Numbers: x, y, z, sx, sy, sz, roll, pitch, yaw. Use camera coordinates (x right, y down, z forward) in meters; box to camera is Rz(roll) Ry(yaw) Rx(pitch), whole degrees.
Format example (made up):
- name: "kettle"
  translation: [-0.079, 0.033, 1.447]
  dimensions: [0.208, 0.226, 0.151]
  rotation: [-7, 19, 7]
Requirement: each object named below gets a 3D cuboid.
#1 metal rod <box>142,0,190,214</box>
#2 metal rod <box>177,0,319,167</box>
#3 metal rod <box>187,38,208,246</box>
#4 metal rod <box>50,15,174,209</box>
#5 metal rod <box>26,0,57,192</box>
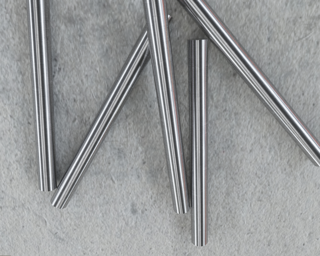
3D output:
- name: "metal rod"
  translation: [0.012, -0.015, 0.388]
  dimensions: [0.025, 0.025, 0.298]
  rotation: [-7, 116, 2]
- name: "metal rod"
  translation: [0.122, -0.059, 0.389]
  dimensions: [0.025, 0.025, 0.300]
  rotation: [-41, 106, 13]
- name: "metal rod"
  translation: [0.053, 0.033, 0.422]
  dimensions: [0.025, 0.025, 0.298]
  rotation: [-3, 110, 1]
- name: "metal rod"
  translation: [-0.070, -0.013, 0.403]
  dimensions: [0.025, 0.025, 0.298]
  rotation: [29, 107, -11]
- name: "metal rod"
  translation: [-0.147, -0.056, 0.386]
  dimensions: [0.025, 0.025, 0.298]
  rotation: [4, 110, -2]
